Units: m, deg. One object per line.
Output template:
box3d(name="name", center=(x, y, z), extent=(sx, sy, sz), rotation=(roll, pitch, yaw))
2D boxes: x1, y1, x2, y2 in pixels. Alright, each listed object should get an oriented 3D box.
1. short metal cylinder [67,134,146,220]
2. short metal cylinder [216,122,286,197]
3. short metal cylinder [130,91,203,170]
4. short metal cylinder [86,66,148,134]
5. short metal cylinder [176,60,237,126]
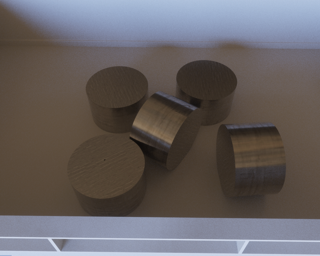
box3d(name="short metal cylinder", center=(-0.056, 0.053, 0.343), extent=(0.080, 0.050, 0.080), rotation=(0, 50, 0))
box3d(name="short metal cylinder", center=(0.096, 0.034, 0.341), extent=(0.050, 0.080, 0.080), rotation=(-3, 50, -3))
box3d(name="short metal cylinder", center=(0.009, 0.003, 0.367), extent=(0.050, 0.080, 0.080), rotation=(27, 55, 21))
box3d(name="short metal cylinder", center=(-0.056, -0.039, 0.421), extent=(0.080, 0.050, 0.080), rotation=(0, 50, 0))
box3d(name="short metal cylinder", center=(0.062, -0.049, 0.431), extent=(0.080, 0.050, 0.080), rotation=(0, 50, 0))
